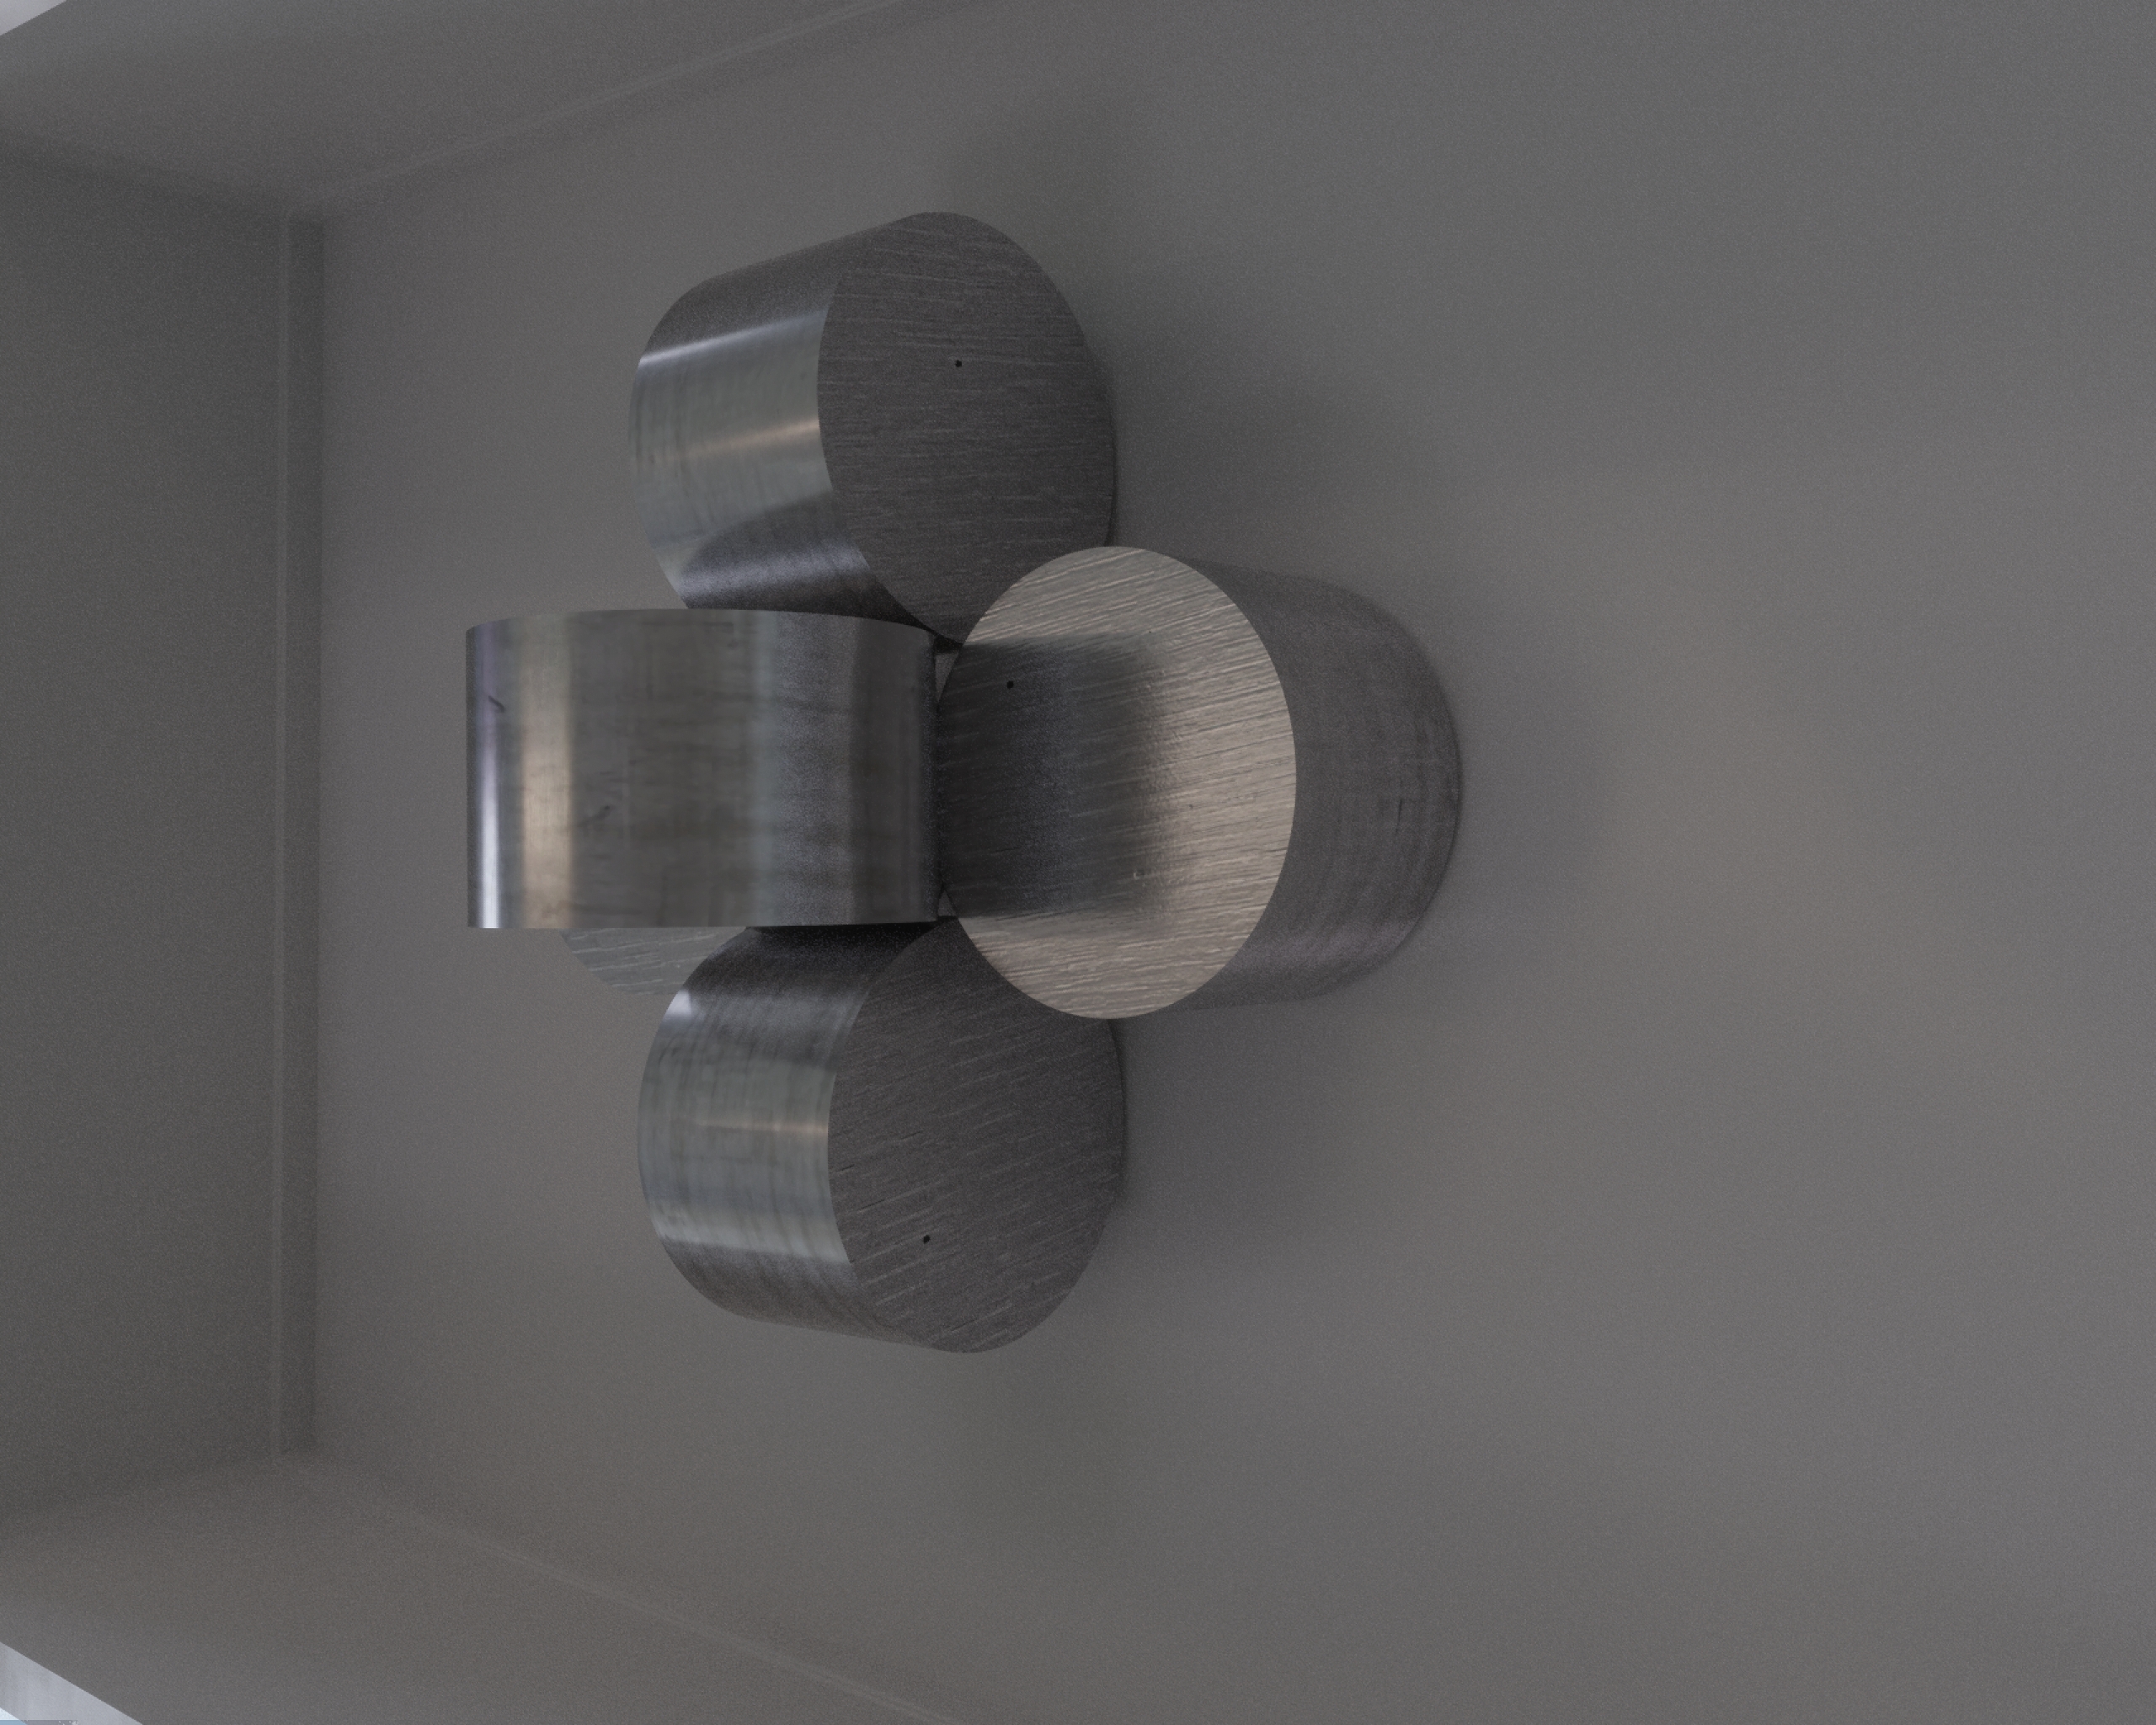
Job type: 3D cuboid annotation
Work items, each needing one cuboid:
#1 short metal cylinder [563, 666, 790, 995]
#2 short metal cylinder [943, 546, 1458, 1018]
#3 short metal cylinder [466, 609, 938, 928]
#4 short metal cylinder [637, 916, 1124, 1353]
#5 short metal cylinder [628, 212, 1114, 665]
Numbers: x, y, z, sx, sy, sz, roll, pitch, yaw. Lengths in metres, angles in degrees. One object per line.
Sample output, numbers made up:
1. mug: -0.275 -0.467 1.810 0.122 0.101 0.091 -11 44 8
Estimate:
1. short metal cylinder: -0.073 -0.013 0.449 0.080 0.050 0.080 0 90 40
2. short metal cylinder: 0.020 -0.014 0.372 0.080 0.050 0.080 0 90 40
3. short metal cylinder: -0.065 -0.014 0.365 0.080 0.081 0.050 -1 89 40
4. short metal cylinder: -0.036 0.050 0.398 0.050 0.081 0.080 -2 89 39
5. short metal cylinder: -0.038 -0.079 0.400 0.050 0.081 0.080 -2 89 39
